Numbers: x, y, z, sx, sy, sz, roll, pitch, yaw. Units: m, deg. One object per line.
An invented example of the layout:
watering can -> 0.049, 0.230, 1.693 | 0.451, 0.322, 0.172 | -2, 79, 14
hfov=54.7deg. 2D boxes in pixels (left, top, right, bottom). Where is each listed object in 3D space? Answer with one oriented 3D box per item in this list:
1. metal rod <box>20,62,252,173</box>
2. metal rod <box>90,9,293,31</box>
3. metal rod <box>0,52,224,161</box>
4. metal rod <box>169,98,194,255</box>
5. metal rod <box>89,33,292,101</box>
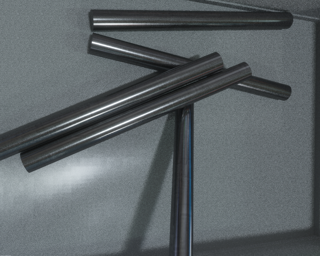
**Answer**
metal rod -> -0.019, -0.019, 0.386 | 0.302, 0.025, 0.025 | -23, 98, -12
metal rod -> 0.057, -0.150, 0.431 | 0.303, 0.025, 0.025 | -7, 93, -20
metal rod -> -0.058, -0.029, 0.374 | 0.302, 0.025, 0.025 | -24, 98, -13
metal rod -> 0.025, 0.091, 0.345 | 0.025, 0.025, 0.300 | 17, 56, -19
metal rod -> 0.056, -0.079, 0.430 | 0.302, 0.025, 0.025 | 10, 87, -20
